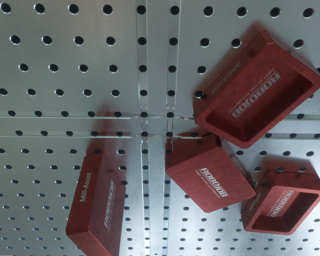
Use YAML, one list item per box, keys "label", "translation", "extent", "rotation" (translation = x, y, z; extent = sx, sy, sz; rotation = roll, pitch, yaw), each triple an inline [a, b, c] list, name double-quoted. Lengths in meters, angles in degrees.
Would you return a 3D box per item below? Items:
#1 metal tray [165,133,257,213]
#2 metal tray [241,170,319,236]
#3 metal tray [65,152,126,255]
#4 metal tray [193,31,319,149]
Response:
- label: "metal tray"
  translation: [0.078, 0.073, 0.471]
  extent: [0.090, 0.030, 0.130]
  rotation: [-27, 126, 21]
- label: "metal tray"
  translation: [0.202, 0.129, 0.519]
  extent: [0.091, 0.030, 0.129]
  rotation: [8, 130, -7]
- label: "metal tray"
  translation: [-0.084, 0.110, 0.435]
  extent: [0.030, 0.130, 0.090]
  rotation: [-14, 129, 12]
- label: "metal tray"
  translation: [0.114, -0.039, 0.375]
  extent: [0.090, 0.030, 0.129]
  rotation: [27, 125, -21]
